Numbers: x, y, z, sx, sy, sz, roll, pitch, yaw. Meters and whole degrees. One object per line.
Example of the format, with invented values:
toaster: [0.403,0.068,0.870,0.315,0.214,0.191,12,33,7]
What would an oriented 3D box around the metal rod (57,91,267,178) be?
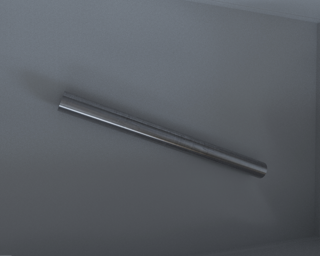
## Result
metal rod: [0.017,0.016,0.415,0.302,0.025,0.025,20,84,-19]
